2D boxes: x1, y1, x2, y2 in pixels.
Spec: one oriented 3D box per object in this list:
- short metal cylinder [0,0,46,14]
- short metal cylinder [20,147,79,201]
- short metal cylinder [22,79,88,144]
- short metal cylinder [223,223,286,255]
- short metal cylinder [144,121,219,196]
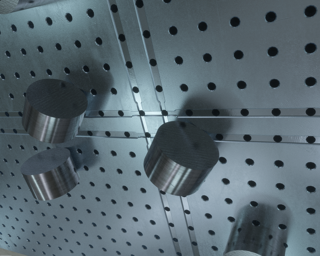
[{"bbox_3d":[-0.182,-0.184,0.375,0.080,0.050,0.079,13,124,20],"label":"short metal cylinder"},{"bbox_3d":[-0.181,0.075,0.515,0.080,0.080,0.050,1,119,27],"label":"short metal cylinder"},{"bbox_3d":[-0.148,-0.024,0.436,0.080,0.080,0.050,34,129,5],"label":"short metal cylinder"},{"bbox_3d":[0.132,0.182,0.438,0.080,0.050,0.079,13,124,20],"label":"short metal cylinder"},{"bbox_3d":[0.026,0.037,0.384,0.080,0.080,0.050,31,128,8],"label":"short metal cylinder"}]
